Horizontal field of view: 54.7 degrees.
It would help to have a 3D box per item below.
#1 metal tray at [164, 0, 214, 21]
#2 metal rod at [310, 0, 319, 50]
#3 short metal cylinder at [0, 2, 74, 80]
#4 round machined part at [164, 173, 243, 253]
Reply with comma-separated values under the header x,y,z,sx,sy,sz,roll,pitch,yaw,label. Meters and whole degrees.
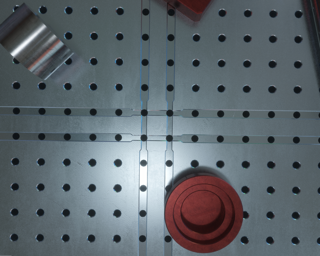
x,y,z,sx,sy,sz,roll,pitch,yaw,label
0.052,-0.222,0.411,0.090,0.030,0.130,35,90,0,metal tray
0.215,-0.171,0.414,0.025,0.025,0.298,-11,90,0,metal rod
-0.154,-0.106,0.384,0.050,0.080,0.080,-44,90,0,short metal cylinder
0.055,0.107,0.405,0.099,0.042,0.097,0,90,0,round machined part
